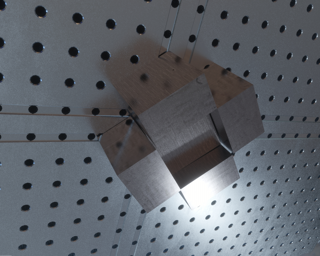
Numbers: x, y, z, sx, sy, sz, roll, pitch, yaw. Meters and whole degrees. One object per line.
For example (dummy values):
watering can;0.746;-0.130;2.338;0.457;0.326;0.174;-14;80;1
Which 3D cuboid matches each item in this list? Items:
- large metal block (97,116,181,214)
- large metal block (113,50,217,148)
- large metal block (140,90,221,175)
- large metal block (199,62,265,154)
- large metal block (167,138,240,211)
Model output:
large metal block;-0.027;0.045;0.388;0.050;0.080;0.080;-34;129;-6
large metal block;0.004;-0.036;0.355;0.080;0.080;0.050;-33;129;-6
large metal block;0.023;0.002;0.407;0.080;0.050;0.080;-32;127;-5
large metal block;0.083;-0.027;0.403;0.050;0.080;0.080;-34;129;-6
large metal block;0.051;0.054;0.437;0.080;0.080;0.050;-32;129;-7
